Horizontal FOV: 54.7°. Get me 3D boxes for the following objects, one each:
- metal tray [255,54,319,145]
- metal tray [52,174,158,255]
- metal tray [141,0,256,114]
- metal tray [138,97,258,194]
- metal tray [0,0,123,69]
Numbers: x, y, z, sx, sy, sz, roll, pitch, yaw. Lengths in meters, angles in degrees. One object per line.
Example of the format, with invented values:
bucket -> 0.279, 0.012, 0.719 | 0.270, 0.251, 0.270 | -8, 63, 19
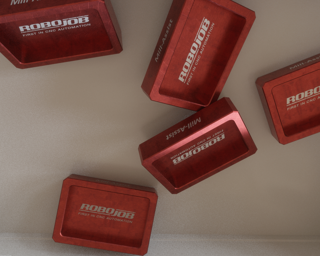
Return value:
metal tray -> 0.200, -0.043, 0.394 | 0.130, 0.030, 0.090 | -21, 109, 7
metal tray -> -0.075, 0.121, 0.437 | 0.131, 0.030, 0.089 | 11, 90, -4
metal tray -> 0.043, -0.087, 0.359 | 0.091, 0.030, 0.129 | 12, 112, -28
metal tray -> 0.050, 0.027, 0.400 | 0.130, 0.030, 0.090 | -30, 132, 10
metal tray -> -0.114, -0.109, 0.336 | 0.131, 0.090, 0.030 | -9, 70, 3
